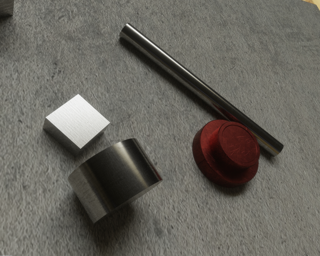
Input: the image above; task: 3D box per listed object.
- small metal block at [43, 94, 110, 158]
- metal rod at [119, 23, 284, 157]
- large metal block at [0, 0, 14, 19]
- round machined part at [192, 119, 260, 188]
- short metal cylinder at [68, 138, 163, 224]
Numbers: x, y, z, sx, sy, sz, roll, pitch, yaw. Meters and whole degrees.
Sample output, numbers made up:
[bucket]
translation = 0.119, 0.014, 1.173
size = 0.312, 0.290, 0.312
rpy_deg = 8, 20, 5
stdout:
[small metal block]
translation = -0.095, -0.003, 0.355
size = 0.050, 0.025, 0.050
rpy_deg = 42, 51, 0
[metal rod]
translation = 0.065, -0.056, 0.475
size = 0.301, 0.025, 0.025
rpy_deg = 38, 51, -3
[large metal block]
translation = -0.217, -0.165, 0.352
size = 0.050, 0.080, 0.080
rpy_deg = 47, 51, 4
[round machined part]
translation = 0.098, 0.030, 0.430
size = 0.099, 0.042, 0.098
rpy_deg = 14, 56, -21
[short metal cylinder]
translation = -0.044, 0.053, 0.313
size = 0.081, 0.080, 0.050
rpy_deg = -25, 76, -37
